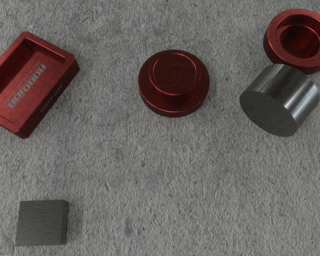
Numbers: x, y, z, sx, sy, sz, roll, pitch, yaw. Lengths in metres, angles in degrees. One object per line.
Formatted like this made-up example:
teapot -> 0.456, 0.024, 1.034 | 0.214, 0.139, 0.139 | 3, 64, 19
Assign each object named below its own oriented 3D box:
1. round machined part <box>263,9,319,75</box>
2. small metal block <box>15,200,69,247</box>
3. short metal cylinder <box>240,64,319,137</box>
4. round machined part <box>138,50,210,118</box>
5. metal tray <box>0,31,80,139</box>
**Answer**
round machined part -> 0.197, -0.118, 0.445 | 0.099, 0.042, 0.098 | 0, 70, -1
small metal block -> -0.137, 0.112, 0.365 | 0.050, 0.025, 0.050 | -2, 70, -1
short metal cylinder -> 0.150, -0.034, 0.393 | 0.080, 0.080, 0.050 | 40, 75, 13
round machined part -> 0.019, -0.067, 0.424 | 0.099, 0.042, 0.098 | 0, 70, -1
metal tray -> -0.185, -0.061, 0.425 | 0.090, 0.030, 0.130 | 28, 72, 9
